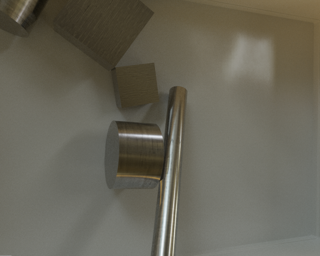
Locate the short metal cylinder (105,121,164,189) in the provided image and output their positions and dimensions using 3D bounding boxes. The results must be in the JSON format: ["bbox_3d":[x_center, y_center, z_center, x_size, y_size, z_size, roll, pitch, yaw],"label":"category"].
[{"bbox_3d":[-0.033,0.032,0.370,0.050,0.080,0.080,4,89,-20],"label":"short metal cylinder"}]

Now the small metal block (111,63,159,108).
[{"bbox_3d":[-0.032,-0.055,0.396,0.050,0.025,0.050,-11,102,-20],"label":"small metal block"}]

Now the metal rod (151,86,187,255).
[{"bbox_3d":[0.010,0.078,0.345,0.025,0.025,0.300,19,56,-19],"label":"metal rod"}]

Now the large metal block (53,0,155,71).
[{"bbox_3d":[-0.067,-0.126,0.369,0.080,0.050,0.080,36,84,-17],"label":"large metal block"}]

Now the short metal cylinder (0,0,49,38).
[{"bbox_3d":[-0.164,-0.139,0.321,0.080,0.080,0.050,27,81,-19],"label":"short metal cylinder"}]
